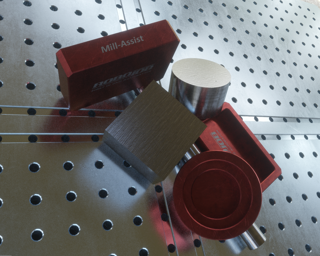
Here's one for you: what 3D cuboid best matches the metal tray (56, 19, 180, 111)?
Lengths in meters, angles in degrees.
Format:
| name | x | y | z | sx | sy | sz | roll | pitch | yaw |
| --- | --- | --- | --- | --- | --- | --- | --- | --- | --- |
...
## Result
| name | x | y | z | sx | sy | sz | roll | pitch | yaw |
| --- | --- | --- | --- | --- | --- | --- | --- | --- | --- |
| metal tray | -0.049 | -0.071 | 0.361 | 0.131 | 0.090 | 0.030 | -23 | 76 | -21 |

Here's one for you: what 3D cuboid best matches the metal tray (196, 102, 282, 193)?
| name | x | y | z | sx | sy | sz | roll | pitch | yaw |
| --- | --- | --- | --- | --- | --- | --- | --- | --- | --- |
| metal tray | 0.100 | 0.034 | 0.433 | 0.091 | 0.030 | 0.130 | -28 | 77 | -37 |

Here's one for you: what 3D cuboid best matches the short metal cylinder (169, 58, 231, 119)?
| name | x | y | z | sx | sy | sz | roll | pitch | yaw |
| --- | --- | --- | --- | --- | --- | --- | --- | --- | --- |
| short metal cylinder | 0.053 | -0.056 | 0.432 | 0.081 | 0.050 | 0.080 | 5 | 39 | -4 |

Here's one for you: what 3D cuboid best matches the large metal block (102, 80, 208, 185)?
| name | x | y | z | sx | sy | sz | roll | pitch | yaw |
| --- | --- | --- | --- | --- | --- | --- | --- | --- | --- |
| large metal block | -0.008 | 0.006 | 0.356 | 0.080 | 0.050 | 0.080 | 41 | 69 | -1 |

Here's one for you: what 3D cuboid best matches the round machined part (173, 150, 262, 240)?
| name | x | y | z | sx | sy | sz | roll | pitch | yaw |
| --- | --- | --- | --- | --- | --- | --- | --- | --- | --- |
| round machined part | 0.064 | 0.077 | 0.362 | 0.099 | 0.042 | 0.098 | 0 | 78 | 1 |

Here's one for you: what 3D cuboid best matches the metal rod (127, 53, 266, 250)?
| name | x | y | z | sx | sy | sz | roll | pitch | yaw |
| --- | --- | --- | --- | --- | --- | --- | --- | --- | --- |
| metal rod | 0.033 | 0.023 | 0.407 | 0.025 | 0.025 | 0.299 | -28 | 77 | -37 |
